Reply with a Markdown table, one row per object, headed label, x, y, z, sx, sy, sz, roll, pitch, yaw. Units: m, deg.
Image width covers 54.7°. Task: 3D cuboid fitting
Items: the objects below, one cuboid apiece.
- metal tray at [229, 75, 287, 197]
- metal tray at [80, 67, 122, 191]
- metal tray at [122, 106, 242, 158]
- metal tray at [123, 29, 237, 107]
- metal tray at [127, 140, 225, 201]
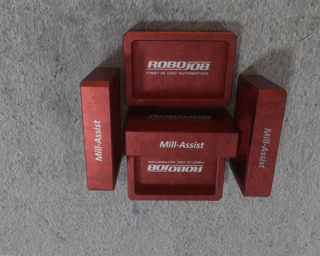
| label | x | y | z | sx | sy | sz | roll | pitch | yaw |
| --- | --- | --- | --- | --- | --- | --- | --- | --- | --- |
| metal tray | 0.114 | 0.007 | 0.380 | 0.030 | 0.090 | 0.129 | 1 | 110 | 0 |
| metal tray | -0.067 | -0.002 | 0.375 | 0.030 | 0.090 | 0.129 | 1 | 111 | -1 |
| metal tray | 0.024 | 0.002 | 0.379 | 0.131 | 0.090 | 0.030 | 1 | 111 | -1 |
| metal tray | 0.023 | -0.073 | 0.382 | 0.131 | 0.030 | 0.089 | 0 | 113 | -1 |
| metal tray | 0.021 | 0.054 | 0.430 | 0.131 | 0.030 | 0.089 | 1 | 109 | -1 |
